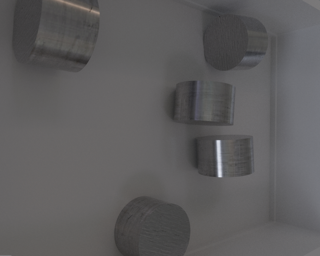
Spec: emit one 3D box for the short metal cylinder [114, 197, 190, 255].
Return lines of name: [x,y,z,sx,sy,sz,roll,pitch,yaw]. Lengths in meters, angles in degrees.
short metal cylinder: [-0.009,0.129,0.383,0.081,0.050,0.080,0,90,-40]

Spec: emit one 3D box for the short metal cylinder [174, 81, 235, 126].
short metal cylinder: [0.060,-0.031,0.421,0.081,0.080,0.050,7,86,-40]

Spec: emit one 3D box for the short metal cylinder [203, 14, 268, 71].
short metal cylinder: [0.112,-0.127,0.464,0.050,0.080,0.079,-10,97,-40]

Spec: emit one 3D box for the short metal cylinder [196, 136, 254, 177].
short metal cylinder: [0.094,0.038,0.450,0.081,0.080,0.050,-6,94,-40]

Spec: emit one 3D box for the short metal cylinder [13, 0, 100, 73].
short metal cylinder: [-0.098,-0.096,0.288,0.050,0.080,0.080,4,87,-40]
